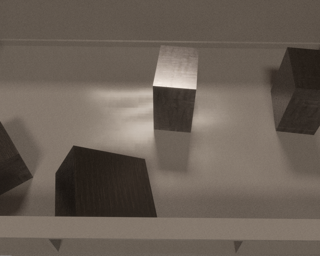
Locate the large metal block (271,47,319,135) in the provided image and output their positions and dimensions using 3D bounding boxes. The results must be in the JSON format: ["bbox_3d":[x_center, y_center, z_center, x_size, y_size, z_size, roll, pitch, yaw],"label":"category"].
[{"bbox_3d":[0.188,-0.049,0.413,0.050,0.080,0.080,6,50,5],"label":"large metal block"}]

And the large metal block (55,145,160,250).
[{"bbox_3d":[-0.055,0.071,0.306,0.081,0.050,0.080,15,42,-32],"label":"large metal block"}]

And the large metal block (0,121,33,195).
[{"bbox_3d":[-0.208,0.037,0.355,0.081,0.050,0.080,-30,57,-23],"label":"large metal block"}]

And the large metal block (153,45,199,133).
[{"bbox_3d":[0.021,-0.052,0.413,0.050,0.080,0.080,5,50,4],"label":"large metal block"}]
